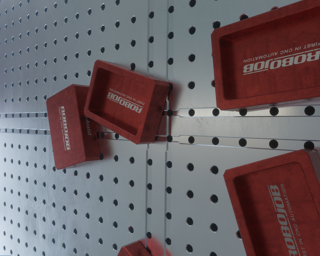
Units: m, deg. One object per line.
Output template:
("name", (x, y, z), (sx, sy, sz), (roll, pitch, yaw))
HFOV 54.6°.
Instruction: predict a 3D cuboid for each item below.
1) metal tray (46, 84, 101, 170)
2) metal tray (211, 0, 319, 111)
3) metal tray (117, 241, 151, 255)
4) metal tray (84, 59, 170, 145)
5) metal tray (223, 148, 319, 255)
("metal tray", (-0.151, 0.000, 0.533), (0.090, 0.030, 0.129), (-19, 78, 38))
("metal tray", (0.118, -0.069, 0.309), (0.130, 0.030, 0.090), (-7, 86, 40))
("metal tray", (-0.019, 0.234, 0.422), (0.130, 0.030, 0.089), (39, 114, 33))
("metal tray", (-0.053, -0.041, 0.451), (0.130, 0.030, 0.089), (26, 106, 37))
("metal tray", (0.124, 0.093, 0.303), (0.090, 0.030, 0.130), (-24, 75, 37))
